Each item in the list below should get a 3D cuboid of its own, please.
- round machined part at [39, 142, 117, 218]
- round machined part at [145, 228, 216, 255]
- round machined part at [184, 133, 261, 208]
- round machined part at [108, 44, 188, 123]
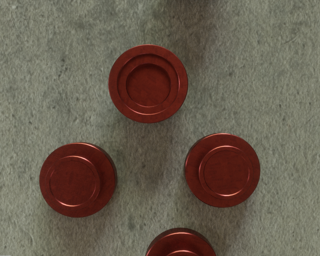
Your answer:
[{"bbox_3d":[-0.107,0.068,0.400,0.099,0.042,0.097,0,90,-1],"label":"round machined part"},{"bbox_3d":[0.028,0.185,0.402,0.099,0.042,0.097,0,90,-1],"label":"round machined part"},{"bbox_3d":[0.082,0.055,0.403,0.099,0.042,0.097,0,90,-1],"label":"round machined part"},{"bbox_3d":[-0.014,-0.055,0.401,0.099,0.042,0.097,0,90,-1],"label":"round machined part"}]
